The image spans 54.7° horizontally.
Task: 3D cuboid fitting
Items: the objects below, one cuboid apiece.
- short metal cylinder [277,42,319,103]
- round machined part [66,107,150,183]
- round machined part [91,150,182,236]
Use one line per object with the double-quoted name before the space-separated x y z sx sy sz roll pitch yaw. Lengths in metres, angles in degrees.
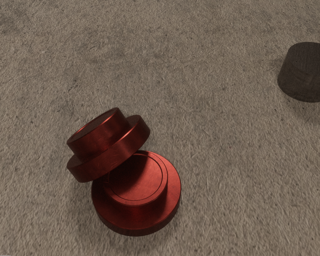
"short metal cylinder" 0.223 -0.084 0.460 0.081 0.050 0.080 0 50 0
"round machined part" -0.063 0.013 0.345 0.098 0.042 0.098 -31 16 10
"round machined part" -0.026 0.063 0.339 0.099 0.042 0.098 0 50 0
